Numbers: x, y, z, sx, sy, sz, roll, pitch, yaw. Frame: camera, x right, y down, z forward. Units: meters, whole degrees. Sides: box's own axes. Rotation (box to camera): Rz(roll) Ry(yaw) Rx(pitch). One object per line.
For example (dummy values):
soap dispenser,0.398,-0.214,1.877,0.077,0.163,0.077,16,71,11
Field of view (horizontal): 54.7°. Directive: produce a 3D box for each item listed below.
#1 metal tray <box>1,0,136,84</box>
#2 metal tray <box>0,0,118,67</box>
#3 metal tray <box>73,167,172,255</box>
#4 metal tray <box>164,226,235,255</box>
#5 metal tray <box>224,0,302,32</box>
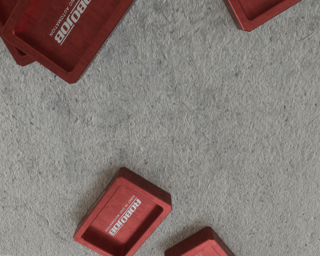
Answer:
metal tray,-0.092,-0.124,0.327,0.090,0.030,0.130,36,106,-13
metal tray,-0.124,-0.138,0.354,0.130,0.030,0.090,-22,109,8
metal tray,-0.054,0.131,0.454,0.090,0.030,0.129,34,106,-12
metal tray,0.079,0.228,0.491,0.090,0.030,0.130,-35,107,12
metal tray,0.129,-0.179,0.341,0.130,0.030,0.090,-30,108,10
